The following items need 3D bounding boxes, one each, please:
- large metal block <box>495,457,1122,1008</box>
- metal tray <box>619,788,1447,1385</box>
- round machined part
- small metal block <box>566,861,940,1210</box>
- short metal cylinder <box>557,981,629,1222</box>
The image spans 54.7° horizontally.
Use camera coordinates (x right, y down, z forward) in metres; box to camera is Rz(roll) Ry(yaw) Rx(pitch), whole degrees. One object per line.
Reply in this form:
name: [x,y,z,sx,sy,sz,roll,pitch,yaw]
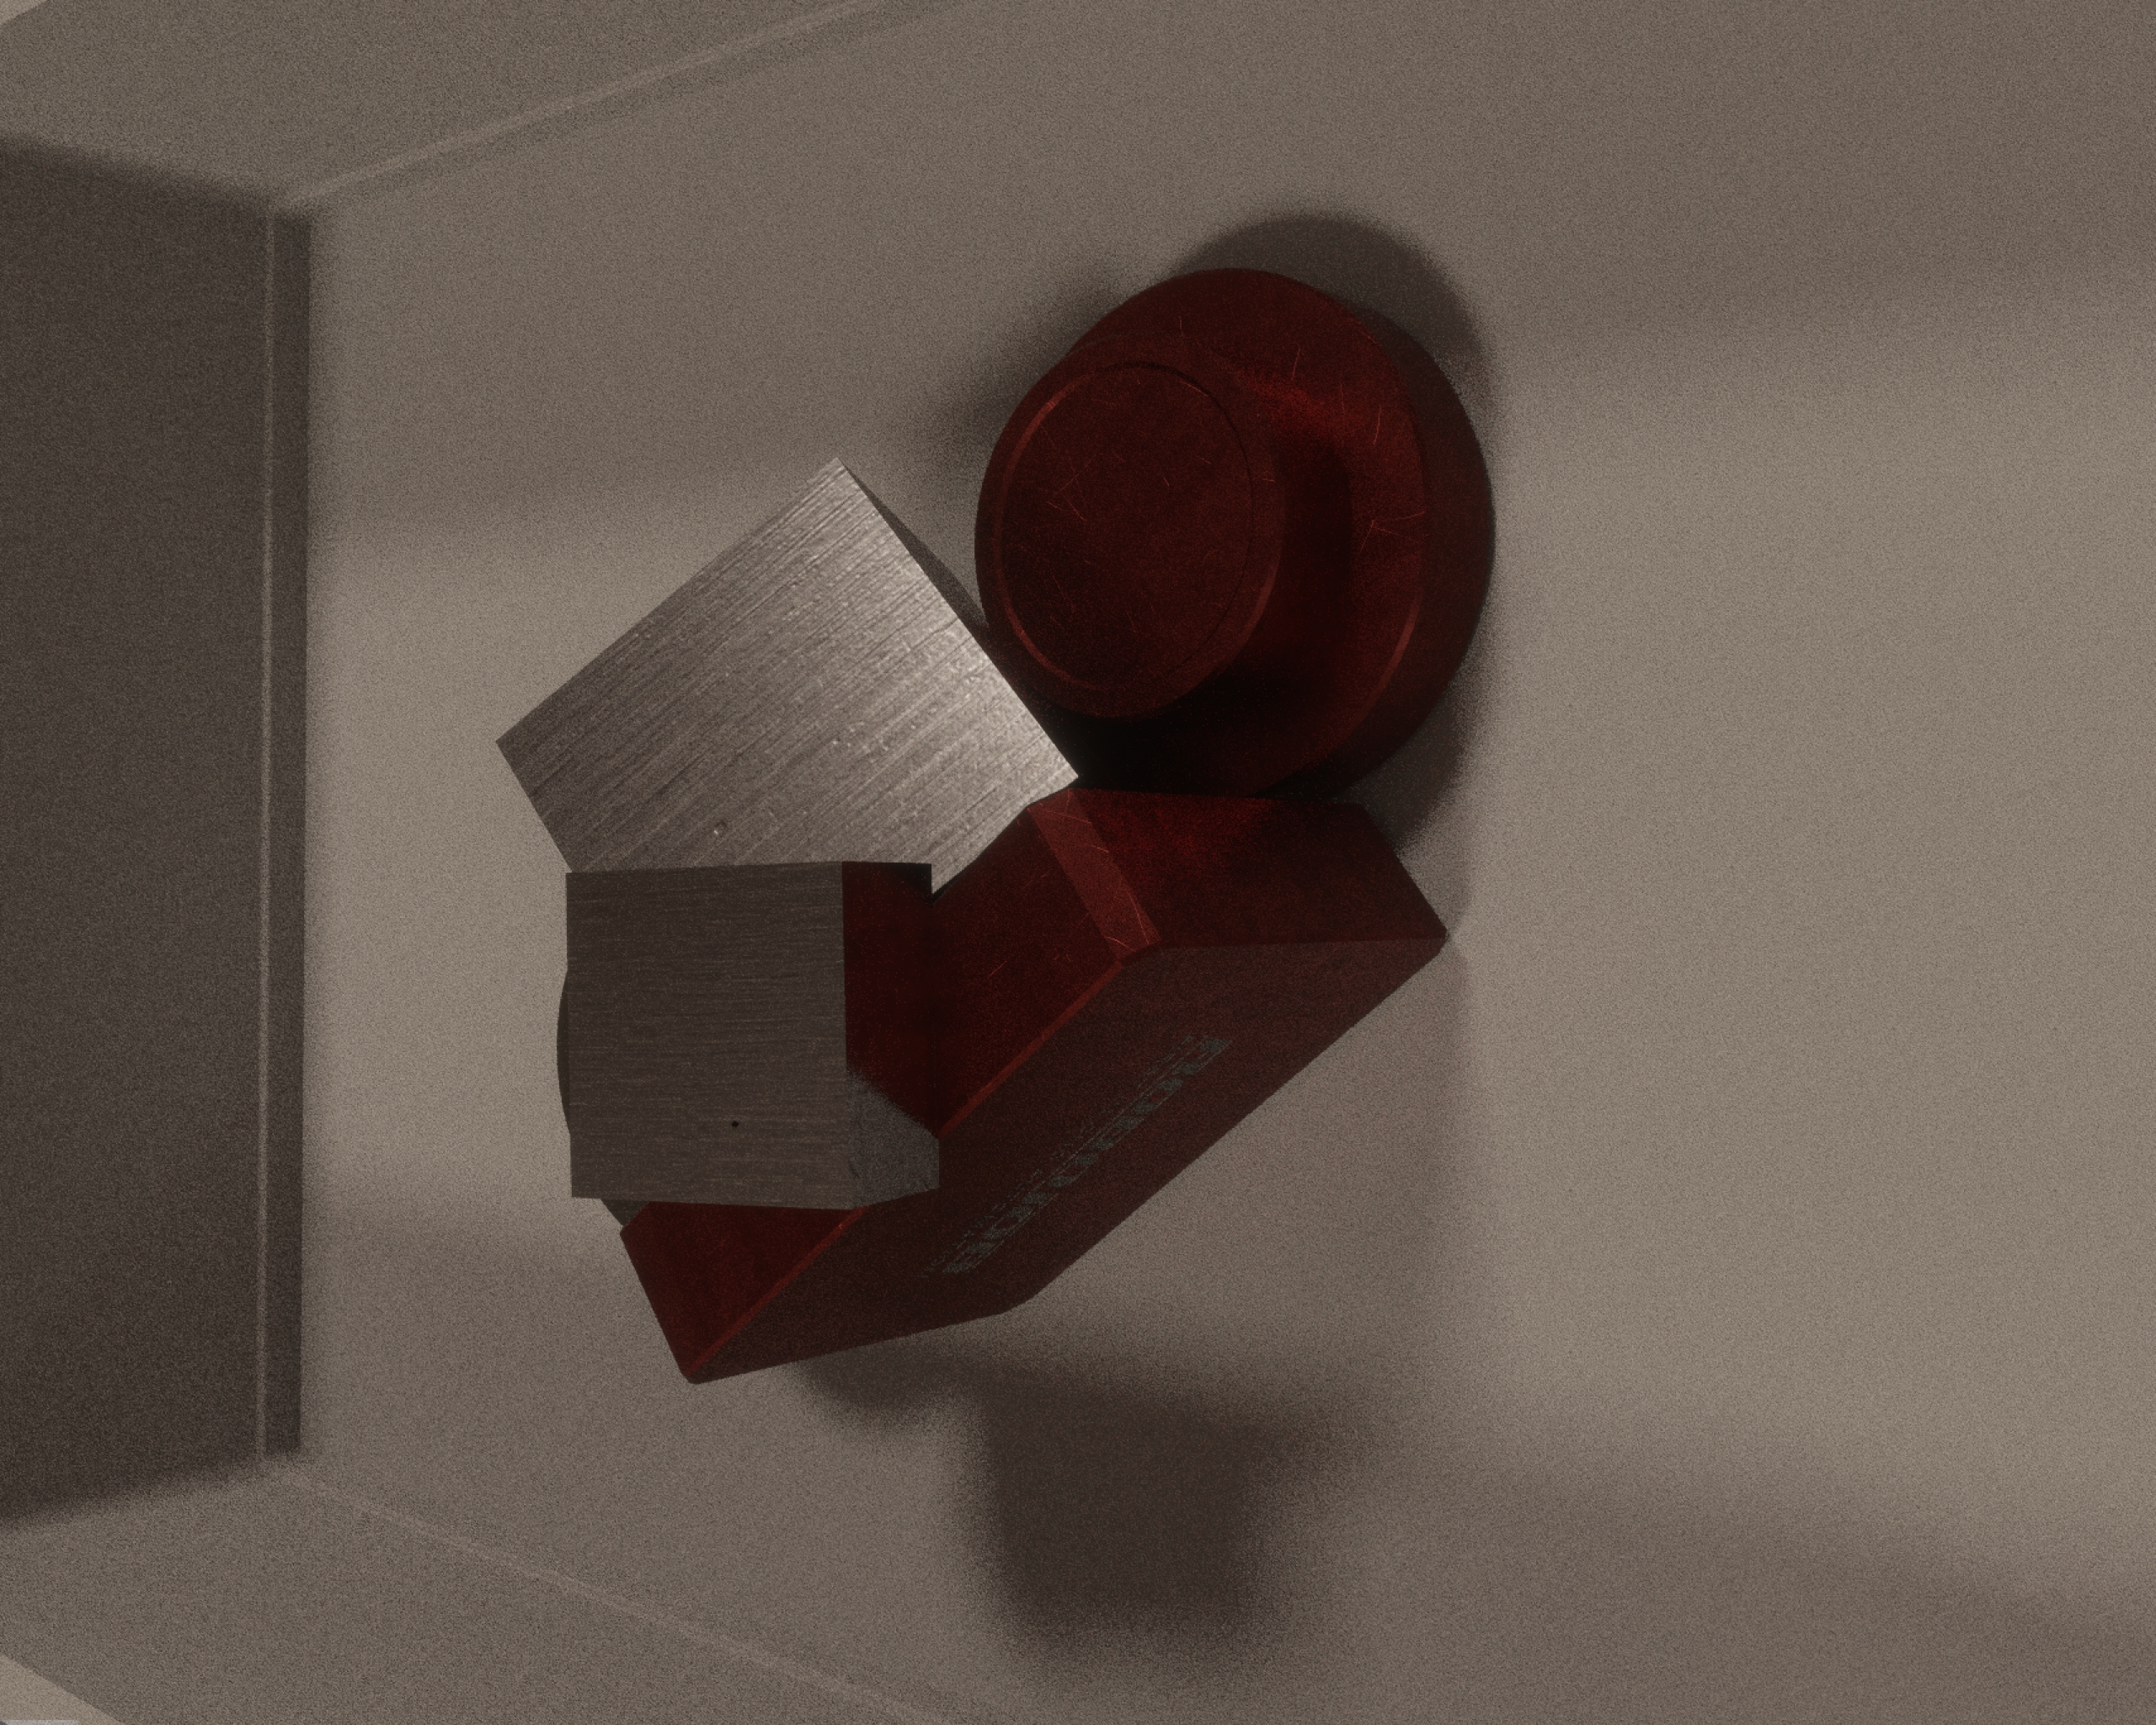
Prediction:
large metal block: [-0.044,-0.011,0.376,0.080,0.050,0.080,-39,64,6]
metal tray: [-0.008,0.040,0.367,0.129,0.091,0.030,-45,63,30]
round machined part: [0.020,-0.058,0.375,0.098,0.042,0.097,0,90,39]
small metal block: [-0.050,0.026,0.320,0.050,0.025,0.050,-2,88,26]
short metal cylinder: [-0.064,0.039,0.439,0.080,0.050,0.079,0,90,39]
